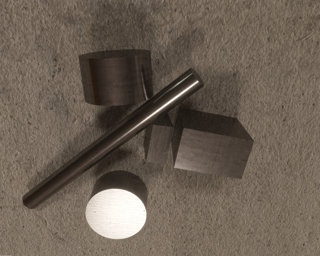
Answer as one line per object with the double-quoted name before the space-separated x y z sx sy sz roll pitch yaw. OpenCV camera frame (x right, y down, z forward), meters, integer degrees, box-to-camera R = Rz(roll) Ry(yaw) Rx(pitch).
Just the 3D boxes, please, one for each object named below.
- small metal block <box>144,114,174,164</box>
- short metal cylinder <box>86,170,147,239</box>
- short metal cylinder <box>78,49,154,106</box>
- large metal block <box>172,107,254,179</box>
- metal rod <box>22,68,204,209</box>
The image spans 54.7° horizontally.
"small metal block" -0.003 0.011 0.399 0.025 0.050 0.050 7 110 -10
"short metal cylinder" -0.059 0.107 0.435 0.081 0.050 0.079 0 110 -1
"short metal cylinder" -0.049 -0.061 0.357 0.081 0.080 0.050 -3 110 1
"large metal block" 0.060 0.016 0.387 0.081 0.080 0.050 11 110 -4
"metal rod" -0.073 0.025 0.393 0.299 0.025 0.025 -35 107 21
